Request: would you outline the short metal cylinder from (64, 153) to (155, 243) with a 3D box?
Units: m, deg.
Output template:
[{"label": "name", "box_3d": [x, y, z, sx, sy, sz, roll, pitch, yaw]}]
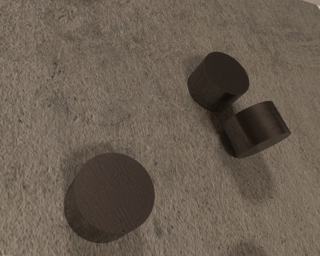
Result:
[{"label": "short metal cylinder", "box_3d": [-0.052, 0.072, 0.317, 0.081, 0.050, 0.080, 14, 56, -21]}]

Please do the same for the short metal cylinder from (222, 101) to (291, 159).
[{"label": "short metal cylinder", "box_3d": [0.136, 0.004, 0.442, 0.081, 0.080, 0.050, -11, 68, -33]}]

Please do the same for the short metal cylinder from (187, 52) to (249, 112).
[{"label": "short metal cylinder", "box_3d": [0.090, -0.071, 0.482, 0.081, 0.050, 0.080, 14, 56, -21]}]
